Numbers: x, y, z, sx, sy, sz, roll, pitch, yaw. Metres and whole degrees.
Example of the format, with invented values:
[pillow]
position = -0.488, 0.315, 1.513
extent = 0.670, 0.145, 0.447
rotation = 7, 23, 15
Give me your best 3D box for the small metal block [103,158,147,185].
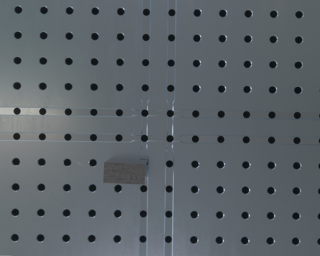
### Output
[small metal block]
position = -0.043, 0.055, 0.401
extent = 0.050, 0.050, 0.025
rotation = 2, 90, 0
